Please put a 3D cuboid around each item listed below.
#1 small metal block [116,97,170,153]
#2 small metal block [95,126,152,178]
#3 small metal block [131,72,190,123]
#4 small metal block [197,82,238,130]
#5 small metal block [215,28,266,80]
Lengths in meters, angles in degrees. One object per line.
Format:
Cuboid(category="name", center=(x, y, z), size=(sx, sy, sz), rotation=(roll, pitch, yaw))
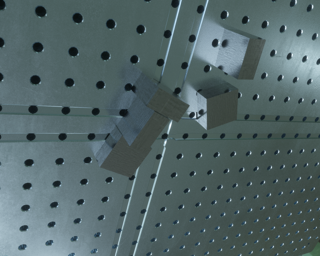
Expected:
Cuboid(category="small metal block", center=(-0.022, -0.006, 0.379), size=(0.025, 0.050, 0.050), rotation=(28, 103, -37))
Cuboid(category="small metal block", center=(-0.048, 0.032, 0.404), size=(0.050, 0.025, 0.050), rotation=(27, 103, -38))
Cuboid(category="small metal block", center=(0.000, -0.037, 0.371), size=(0.050, 0.050, 0.025), rotation=(26, 104, -37))
Cuboid(category="small metal block", center=(0.081, -0.031, 0.435), size=(0.050, 0.025, 0.050), rotation=(-19, 126, -18))
Cuboid(category="small metal block", center=(0.099, -0.093, 0.391), size=(0.025, 0.050, 0.050), rotation=(-4, 120, -27))
